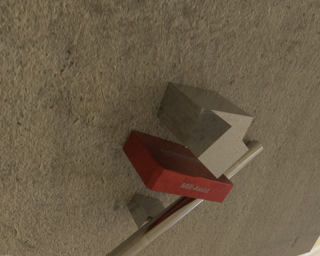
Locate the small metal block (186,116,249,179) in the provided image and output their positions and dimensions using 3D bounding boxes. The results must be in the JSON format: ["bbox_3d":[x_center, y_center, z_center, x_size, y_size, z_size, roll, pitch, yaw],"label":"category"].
[{"bbox_3d":[0.067,0.023,0.356,0.050,0.025,0.050,-43,130,1],"label":"small metal block"}]

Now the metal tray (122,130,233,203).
[{"bbox_3d":[0.025,0.052,0.411,0.131,0.090,0.030,19,108,-36],"label":"metal tray"}]

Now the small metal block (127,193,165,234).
[{"bbox_3d":[-0.015,0.128,0.464,0.050,0.050,0.025,25,105,-37],"label":"small metal block"}]

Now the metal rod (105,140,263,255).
[{"bbox_3d":[0.048,0.102,0.452,0.302,0.025,0.025,-32,130,-26],"label":"metal rod"}]

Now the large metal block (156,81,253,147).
[{"bbox_3d":[0.054,-0.015,0.394,0.081,0.080,0.050,7,115,-32],"label":"large metal block"}]
